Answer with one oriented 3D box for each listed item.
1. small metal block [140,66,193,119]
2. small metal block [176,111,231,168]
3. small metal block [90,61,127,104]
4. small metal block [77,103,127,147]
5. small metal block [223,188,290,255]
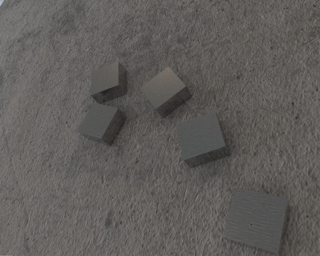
[{"bbox_3d":[0.008,-0.050,0.430,0.050,0.025,0.050,-37,51,3],"label":"small metal block"},{"bbox_3d":[0.051,0.014,0.369,0.050,0.025,0.050,-21,54,16],"label":"small metal block"},{"bbox_3d":[-0.081,-0.072,0.490,0.050,0.025,0.050,-17,55,18],"label":"small metal block"},{"bbox_3d":[-0.084,-0.006,0.452,0.050,0.025,0.050,14,69,33],"label":"small metal block"},{"bbox_3d":[0.094,0.090,0.299,0.050,0.025,0.050,6,65,31],"label":"small metal block"}]
